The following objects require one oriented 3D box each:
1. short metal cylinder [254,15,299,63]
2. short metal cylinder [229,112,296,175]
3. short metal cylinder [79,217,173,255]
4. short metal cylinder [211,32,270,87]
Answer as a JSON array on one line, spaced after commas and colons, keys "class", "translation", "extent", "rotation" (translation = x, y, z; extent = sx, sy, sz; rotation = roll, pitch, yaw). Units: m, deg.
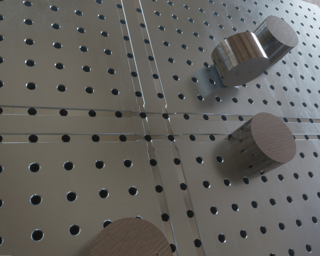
[{"class": "short metal cylinder", "translation": [0.228, -0.178, 0.623], "extent": [0.081, 0.050, 0.080], "rotation": [14, 56, -21]}, {"class": "short metal cylinder", "translation": [0.152, 0.024, 0.459], "extent": [0.081, 0.050, 0.080], "rotation": [14, 56, -21]}, {"class": "short metal cylinder", "translation": [-0.034, 0.131, 0.294], "extent": [0.081, 0.050, 0.080], "rotation": [14, 56, -21]}, {"class": "short metal cylinder", "translation": [0.132, -0.111, 0.511], "extent": [0.081, 0.080, 0.050], "rotation": [-5, 65, -31]}]
